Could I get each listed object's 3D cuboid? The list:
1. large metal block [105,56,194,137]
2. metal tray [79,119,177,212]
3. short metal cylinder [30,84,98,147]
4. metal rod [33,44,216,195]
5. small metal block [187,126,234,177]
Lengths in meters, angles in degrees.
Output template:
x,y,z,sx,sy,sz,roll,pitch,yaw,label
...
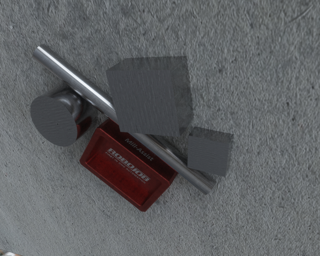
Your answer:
x,y,z,sx,sy,sz,roll,pitch,yaw,label
-0.009,-0.039,0.371,0.080,0.050,0.079,4,121,25,large metal block
-0.050,0.058,0.466,0.130,0.030,0.089,38,129,2,metal tray
-0.138,-0.020,0.450,0.080,0.050,0.079,13,124,20,short metal cylinder
-0.049,-0.012,0.424,0.300,0.025,0.025,39,129,1,metal rod
0.063,0.029,0.393,0.050,0.025,0.050,12,124,21,small metal block
